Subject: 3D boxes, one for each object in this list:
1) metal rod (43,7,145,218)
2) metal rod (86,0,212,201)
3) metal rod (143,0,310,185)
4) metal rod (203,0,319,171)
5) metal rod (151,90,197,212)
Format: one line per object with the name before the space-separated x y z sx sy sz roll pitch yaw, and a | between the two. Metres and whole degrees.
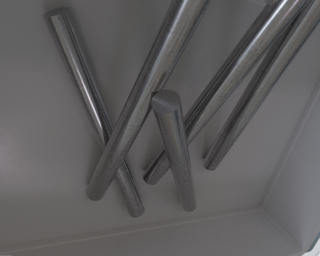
metal rod | -0.066 0.008 0.377 0.025 0.025 0.298 -25 128 -13
metal rod | -0.030 -0.005 0.314 0.025 0.025 0.298 0 142 -29
metal rod | 0.046 -0.017 0.343 0.025 0.025 0.298 1 144 -29
metal rod | 0.104 -0.026 0.367 0.025 0.025 0.298 -15 151 -20
metal rod | 0.027 0.053 0.389 0.025 0.025 0.299 -31 150 -9
